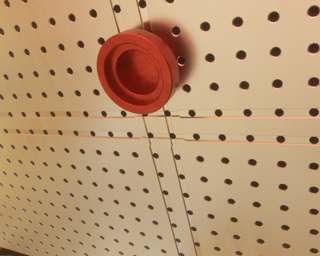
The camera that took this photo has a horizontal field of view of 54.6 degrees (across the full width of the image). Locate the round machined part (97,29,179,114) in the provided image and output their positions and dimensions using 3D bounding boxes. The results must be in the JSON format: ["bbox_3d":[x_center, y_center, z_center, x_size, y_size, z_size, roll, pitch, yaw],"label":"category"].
[{"bbox_3d":[-0.022,-0.069,0.370,0.098,0.042,0.097,13,124,21],"label":"round machined part"}]
